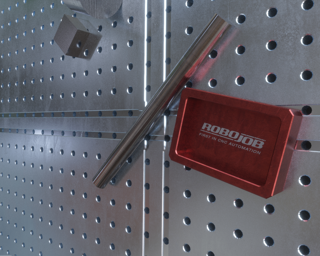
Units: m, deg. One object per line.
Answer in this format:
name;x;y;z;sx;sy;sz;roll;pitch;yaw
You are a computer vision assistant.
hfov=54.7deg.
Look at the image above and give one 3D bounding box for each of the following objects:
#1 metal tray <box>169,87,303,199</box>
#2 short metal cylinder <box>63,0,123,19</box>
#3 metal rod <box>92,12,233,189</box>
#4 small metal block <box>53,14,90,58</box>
metal tray;0.076;0.011;0.341;0.130;0.030;0.089;18;102;38
short metal cylinder;-0.099;-0.205;0.453;0.050;0.081;0.079;29;108;36
metal rod;-0.011;-0.019;0.416;0.298;0.025;0.025;-51;60;27
small metal block;-0.152;-0.158;0.532;0.050;0.025;0.050;50;119;28
